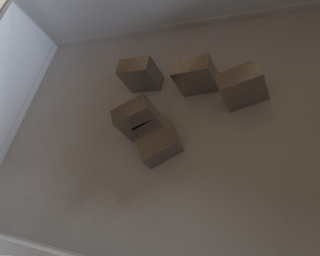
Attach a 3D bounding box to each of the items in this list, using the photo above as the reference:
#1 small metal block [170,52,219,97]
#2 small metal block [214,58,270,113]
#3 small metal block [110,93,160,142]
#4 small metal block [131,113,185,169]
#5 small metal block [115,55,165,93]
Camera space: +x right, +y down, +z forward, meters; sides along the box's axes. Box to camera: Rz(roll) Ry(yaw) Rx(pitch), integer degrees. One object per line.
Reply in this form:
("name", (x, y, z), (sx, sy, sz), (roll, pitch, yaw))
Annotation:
("small metal block", (0.047, -0.068, 0.407), (0.050, 0.050, 0.025), (-7, 59, 24))
("small metal block", (0.098, -0.049, 0.368), (0.050, 0.050, 0.025), (-20, 54, 17))
("small metal block", (-0.030, -0.012, 0.413), (0.050, 0.050, 0.025), (-27, 52, 12))
("small metal block", (-0.003, 0.017, 0.397), (0.050, 0.025, 0.050), (-30, 52, 9))
("small metal block", (-0.029, -0.077, 0.452), (0.050, 0.050, 0.025), (-2, 61, 27))
